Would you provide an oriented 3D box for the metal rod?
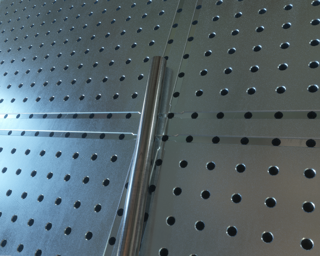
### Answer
[{"bbox_3d":[-0.020,0.030,0.399,0.025,0.025,0.299,-6,59,25],"label":"metal rod"}]
